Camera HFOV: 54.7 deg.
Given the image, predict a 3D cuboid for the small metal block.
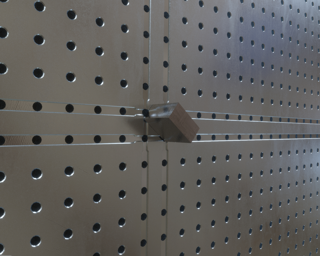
[{"bbox_3d":[0.015,-0.006,0.407,0.050,0.050,0.025,48,62,-30],"label":"small metal block"}]
